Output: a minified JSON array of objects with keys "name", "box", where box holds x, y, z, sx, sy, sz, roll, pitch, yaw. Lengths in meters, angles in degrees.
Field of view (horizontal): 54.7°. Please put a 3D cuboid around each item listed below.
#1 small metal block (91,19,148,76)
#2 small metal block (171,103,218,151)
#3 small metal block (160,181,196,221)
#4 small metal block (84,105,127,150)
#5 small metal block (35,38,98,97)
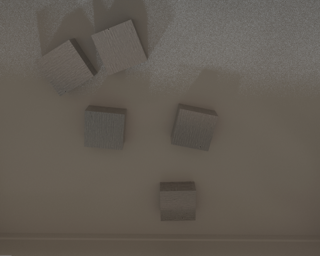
[{"name":"small metal block","box":[-0.047,-0.098,0.375,0.050,0.025,0.050,-20,109,7]},{"name":"small metal block","box":[0.044,-0.001,0.411,0.050,0.025,0.050,11,110,-4]},{"name":"small metal block","box":[0.026,0.106,0.451,0.050,0.025,0.050,-1,110,0]},{"name":"small metal block","box":[-0.072,-0.001,0.410,0.050,0.025,0.050,5,110,-2]},{"name":"small metal block","box":[-0.114,-0.075,0.383,0.050,0.025,0.050,-29,108,10]}]
